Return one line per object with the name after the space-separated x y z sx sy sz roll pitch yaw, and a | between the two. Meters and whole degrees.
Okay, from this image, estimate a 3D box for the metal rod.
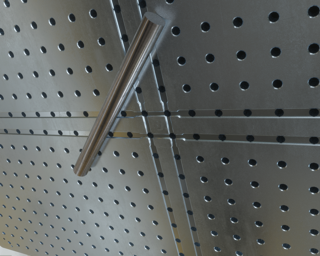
-0.070 -0.024 0.433 0.025 0.025 0.298 37 129 3 | metal rod
